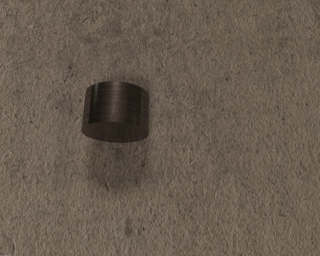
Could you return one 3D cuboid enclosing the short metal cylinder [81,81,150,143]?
[{"bbox_3d":[-0.054,-0.017,0.384,0.081,0.080,0.050,1,70,0],"label":"short metal cylinder"}]
